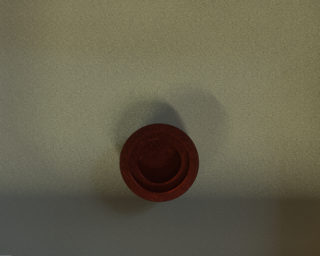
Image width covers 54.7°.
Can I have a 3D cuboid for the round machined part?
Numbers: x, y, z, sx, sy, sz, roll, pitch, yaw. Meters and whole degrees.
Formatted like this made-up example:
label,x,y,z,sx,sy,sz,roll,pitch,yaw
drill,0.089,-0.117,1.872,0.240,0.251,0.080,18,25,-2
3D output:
label,x,y,z,sx,sy,sz,roll,pitch,yaw
round machined part,-0.001,0.043,0.403,0.099,0.042,0.097,0,90,-1
